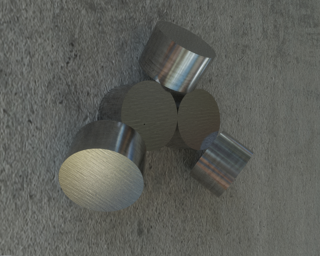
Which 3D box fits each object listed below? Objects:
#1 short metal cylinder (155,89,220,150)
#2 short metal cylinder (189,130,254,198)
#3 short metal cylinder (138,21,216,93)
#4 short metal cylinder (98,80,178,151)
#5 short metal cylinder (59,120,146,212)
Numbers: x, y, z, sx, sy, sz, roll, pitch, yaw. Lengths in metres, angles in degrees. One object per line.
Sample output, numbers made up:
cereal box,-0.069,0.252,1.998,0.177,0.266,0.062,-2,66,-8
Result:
short metal cylinder,0.036,-0.011,0.420,0.081,0.050,0.080,0,90,-40
short metal cylinder,0.085,0.050,0.434,0.050,0.080,0.080,38,58,12
short metal cylinder,0.021,-0.088,0.380,0.081,0.080,0.050,2,131,-40
short metal cylinder,-0.026,-0.014,0.368,0.081,0.050,0.080,0,90,-40
short metal cylinder,-0.055,0.039,0.316,0.080,0.080,0.050,54,19,-27
